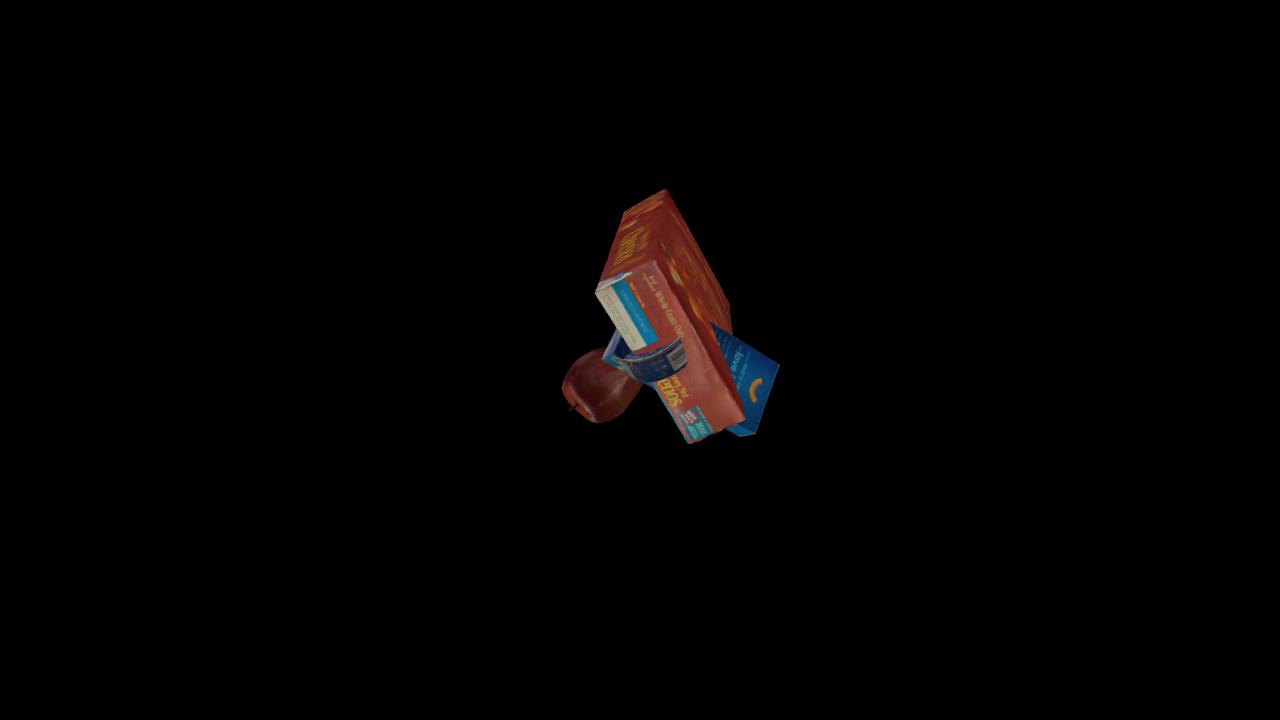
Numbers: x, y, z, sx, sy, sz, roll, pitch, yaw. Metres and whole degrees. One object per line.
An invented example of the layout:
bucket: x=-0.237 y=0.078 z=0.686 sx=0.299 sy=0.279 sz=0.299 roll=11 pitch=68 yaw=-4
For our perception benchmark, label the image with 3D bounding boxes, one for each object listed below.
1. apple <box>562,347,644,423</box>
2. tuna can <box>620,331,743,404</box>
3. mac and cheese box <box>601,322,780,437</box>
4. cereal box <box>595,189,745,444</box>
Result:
apple: x=-0.042 y=0.025 z=0.679 sx=0.093 sy=0.079 sz=0.079 roll=-39 pitch=13 yaw=-16
tuna can: x=0.019 y=-0.015 z=0.637 sx=0.084 sy=0.034 sz=0.084 roll=-22 pitch=31 yaw=14
mac and cheese box: x=0.059 y=0.002 z=0.671 sx=0.184 sy=0.093 sz=0.041 roll=30 pitch=-24 yaw=-15
cereal box: x=0.043 y=-0.070 z=0.744 sx=0.081 sy=0.203 sz=0.306 roll=-25 pitch=24 yaw=18
